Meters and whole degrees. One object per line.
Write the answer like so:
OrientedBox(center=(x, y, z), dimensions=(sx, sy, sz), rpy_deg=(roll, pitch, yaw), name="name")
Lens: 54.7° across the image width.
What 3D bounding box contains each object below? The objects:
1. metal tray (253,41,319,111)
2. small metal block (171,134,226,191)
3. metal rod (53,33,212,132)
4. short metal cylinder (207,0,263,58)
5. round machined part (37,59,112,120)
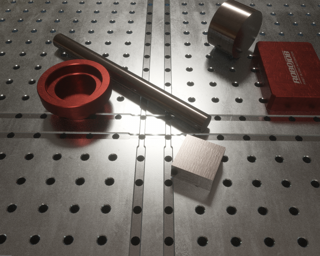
OrientedBox(center=(0.201, -0.083, 0.477), dimensions=(0.091, 0.030, 0.130), rpy_deg=(1, 50, 0), name="metal tray")
OrientedBox(center=(0.046, 0.041, 0.374), dimensions=(0.050, 0.025, 0.050), rpy_deg=(19, 52, 15), name="small metal block")
OrientedBox(center=(-0.056, -0.078, 0.472), dimensions=(0.300, 0.025, 0.025), rpy_deg=(32, 57, 23), name="metal rod")
OrientedBox(center=(0.123, -0.163, 0.510), dimensions=(0.050, 0.080, 0.080), rpy_deg=(37, 59, 26), name="short metal cylinder")
OrientedBox(center=(-0.117, -0.050, 0.437), dimensions=(0.099, 0.042, 0.098), rpy_deg=(0, 50, 0), name="round machined part")
